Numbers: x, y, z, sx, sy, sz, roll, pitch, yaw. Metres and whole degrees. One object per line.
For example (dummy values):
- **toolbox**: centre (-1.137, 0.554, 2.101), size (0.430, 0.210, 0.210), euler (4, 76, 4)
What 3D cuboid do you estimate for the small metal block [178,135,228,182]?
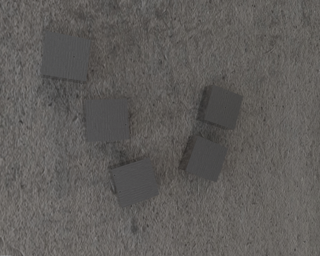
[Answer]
- **small metal block**: centre (0.060, 0.042, 0.431), size (0.050, 0.025, 0.050), euler (23, 82, -19)

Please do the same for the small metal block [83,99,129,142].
- **small metal block**: centre (-0.067, -0.010, 0.384), size (0.050, 0.025, 0.050), euler (-3, 91, -20)

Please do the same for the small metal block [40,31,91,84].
- **small metal block**: centre (-0.112, -0.082, 0.367), size (0.050, 0.025, 0.050), euler (7, 88, -20)

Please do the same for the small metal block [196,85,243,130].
- **small metal block**: centre (0.085, -0.028, 0.440), size (0.050, 0.025, 0.050), euler (18, 84, -19)

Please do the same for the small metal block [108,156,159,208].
- **small metal block**: centre (-0.034, 0.068, 0.396), size (0.050, 0.025, 0.050), euler (-16, 96, -19)
